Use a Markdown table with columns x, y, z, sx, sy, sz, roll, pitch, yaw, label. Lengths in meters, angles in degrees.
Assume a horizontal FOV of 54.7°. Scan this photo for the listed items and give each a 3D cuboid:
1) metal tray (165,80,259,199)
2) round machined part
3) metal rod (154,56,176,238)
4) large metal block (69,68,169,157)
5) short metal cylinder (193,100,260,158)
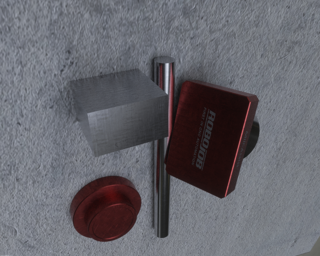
| x | y | z | sx | sy | sz | roll | pitch | yaw | label |
| --- | --- | --- | --- | --- | --- | --- | --- | --- | --- |
| 0.062 | 0.012 | 0.393 | 0.030 | 0.090 | 0.129 | -14 | 120 | -54 | metal tray |
| -0.071 | 0.119 | 0.432 | 0.099 | 0.042 | 0.097 | -14 | 125 | -21 | round machined part |
| 0.004 | 0.047 | 0.439 | 0.025 | 0.025 | 0.298 | -13 | 124 | -22 | metal rod |
| -0.045 | -0.021 | 0.335 | 0.081 | 0.080 | 0.050 | -15 | 125 | -20 | large metal block |
| 0.086 | 0.002 | 0.422 | 0.050 | 0.080 | 0.080 | 20 | 108 | -36 | short metal cylinder |
